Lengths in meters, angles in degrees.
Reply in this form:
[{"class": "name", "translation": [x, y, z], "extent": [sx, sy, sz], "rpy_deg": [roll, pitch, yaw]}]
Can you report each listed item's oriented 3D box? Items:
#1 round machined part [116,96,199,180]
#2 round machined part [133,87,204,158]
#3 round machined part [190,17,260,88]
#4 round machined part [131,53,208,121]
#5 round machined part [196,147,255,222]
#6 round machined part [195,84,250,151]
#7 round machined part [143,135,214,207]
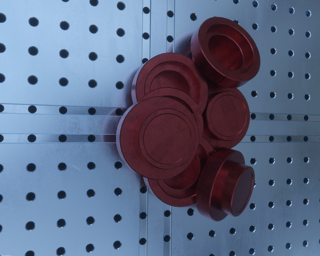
[{"class": "round machined part", "translation": [0.002, 0.012, 0.359], "extent": [0.099, 0.042, 0.097], "rpy_deg": [0, 90, -20]}, {"class": "round machined part", "translation": [0.004, -0.002, 0.404], "extent": [0.099, 0.042, 0.097], "rpy_deg": [0, 90, -20]}, {"class": "round machined part", "translation": [0.084, -0.097, 0.422], "extent": [0.099, 0.042, 0.098], "rpy_deg": [10, 65, -23]}, {"class": "round machined part", "translation": [0.010, -0.046, 0.407], "extent": [0.099, 0.042, 0.097], "rpy_deg": [0, 90, -20]}, {"class": "round machined part", "translation": [0.092, 0.078, 0.411], "extent": [0.099, 0.042, 0.097], "rpy_deg": [-24, 121, -46]}, {"class": "round machined part", "translation": [0.086, -0.016, 0.434], "extent": [0.099, 0.042, 0.097], "rpy_deg": [0, 90, -20]}, {"class": "round machined part", "translation": [0.023, 0.051, 0.412], "extent": [0.099, 0.042, 0.097], "rpy_deg": [0, 90, -20]}]
